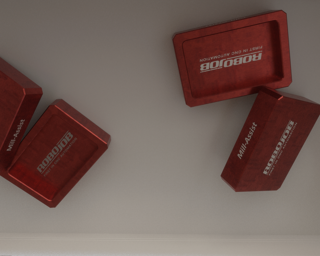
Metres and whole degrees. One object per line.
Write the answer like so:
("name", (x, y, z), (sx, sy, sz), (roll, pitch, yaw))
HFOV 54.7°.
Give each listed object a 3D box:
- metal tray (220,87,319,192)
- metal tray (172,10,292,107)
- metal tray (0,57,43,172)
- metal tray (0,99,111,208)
("metal tray", (0.141, 0.019, 0.395), (0.091, 0.030, 0.129), (6, 113, -34))
("metal tray", (0.087, -0.084, 0.378), (0.131, 0.030, 0.089), (-12, 110, 4))
("metal tray", (-0.211, -0.016, 0.383), (0.090, 0.030, 0.129), (35, 107, 11))
("metal tray", (-0.141, 0.037, 0.420), (0.090, 0.030, 0.130), (39, 105, -13))
